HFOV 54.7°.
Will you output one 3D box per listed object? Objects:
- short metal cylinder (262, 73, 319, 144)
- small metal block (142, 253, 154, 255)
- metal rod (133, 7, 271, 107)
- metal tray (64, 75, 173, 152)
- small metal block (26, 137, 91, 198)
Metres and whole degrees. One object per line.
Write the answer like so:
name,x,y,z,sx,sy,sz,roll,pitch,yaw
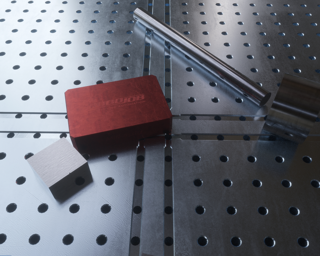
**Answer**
short metal cylinder,0.170,-0.025,0.395,0.050,0.080,0.080,22,53,17
small metal block,0.002,0.149,0.283,0.050,0.025,0.050,10,51,8
metal rod,0.055,-0.129,0.516,0.025,0.025,0.300,-32,57,-24
metal tray,-0.058,-0.024,0.423,0.131,0.030,0.090,-12,51,-11
small metal block,-0.120,0.046,0.368,0.050,0.025,0.050,-35,59,-26
